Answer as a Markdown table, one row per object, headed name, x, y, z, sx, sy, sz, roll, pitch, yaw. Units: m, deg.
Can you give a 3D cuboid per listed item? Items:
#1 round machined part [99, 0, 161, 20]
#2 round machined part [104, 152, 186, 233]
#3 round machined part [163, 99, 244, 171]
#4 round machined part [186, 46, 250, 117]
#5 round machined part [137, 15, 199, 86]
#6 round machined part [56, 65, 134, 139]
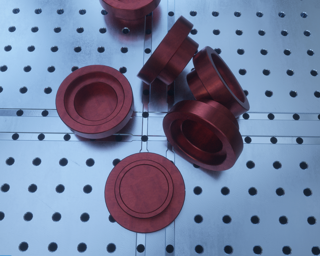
| name | x | y | z | sx | sy | sz | roll | pitch | yaw |
| --- | --- | --- | --- | --- | --- | --- | --- | --- | --- |
| round machined part | -0.046 | -0.207 | 0.478 | 0.099 | 0.042 | 0.098 | 0 | 70 | 0 |
| round machined part | -0.018 | 0.076 | 0.375 | 0.099 | 0.042 | 0.098 | 0 | 70 | 0 |
| round machined part | 0.055 | 0.003 | 0.374 | 0.098 | 0.098 | 0.042 | 33 | 60 | 11 |
| round machined part | 0.071 | -0.054 | 0.403 | 0.042 | 0.098 | 0.098 | -33 | 70 | 25 |
| round machined part | 0.014 | -0.096 | 0.412 | 0.042 | 0.098 | 0.098 | 36 | 73 | -9 |
| round machined part | -0.083 | -0.032 | 0.414 | 0.099 | 0.042 | 0.098 | 0 | 70 | 0 |
